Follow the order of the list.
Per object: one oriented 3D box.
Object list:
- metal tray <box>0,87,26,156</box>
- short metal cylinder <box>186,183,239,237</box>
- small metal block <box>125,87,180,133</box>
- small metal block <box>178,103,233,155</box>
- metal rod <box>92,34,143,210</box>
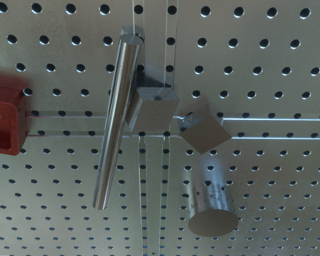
[{"bbox_3d":[-0.243,-0.016,0.391,0.131,0.030,0.089,11,129,-10],"label":"metal tray"},{"bbox_3d":[0.085,0.137,0.513,0.081,0.050,0.079,0,130,0],"label":"short metal cylinder"},{"bbox_3d":[-0.010,-0.022,0.381,0.050,0.025,0.050,-4,135,-30],"label":"small metal block"},{"bbox_3d":[0.060,0.002,0.415,0.050,0.025,0.050,-32,124,24],"label":"small metal block"},{"bbox_3d":[-0.066,0.016,0.424,0.025,0.025,0.298,10,130,-9],"label":"metal rod"}]
